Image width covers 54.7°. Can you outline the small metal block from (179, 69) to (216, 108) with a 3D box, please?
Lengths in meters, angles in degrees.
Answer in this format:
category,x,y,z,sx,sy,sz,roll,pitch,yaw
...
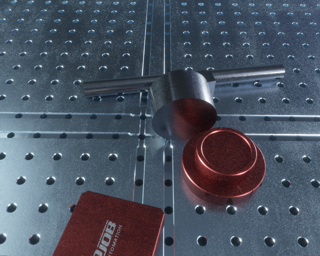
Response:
category,x,y,z,sx,sy,sz,roll,pitch,yaw
small metal block,0.047,-0.051,0.435,0.050,0.050,0.025,-12,51,-10

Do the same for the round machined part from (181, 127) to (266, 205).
category,x,y,z,sx,sy,sz,roll,pitch,yaw
round machined part,0.075,0.037,0.366,0.099,0.042,0.098,0,50,0

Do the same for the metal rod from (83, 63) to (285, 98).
category,x,y,z,sx,sy,sz,roll,pitch,yaw
metal rod,0.039,-0.072,0.468,0.302,0.025,0.025,-6,50,-6

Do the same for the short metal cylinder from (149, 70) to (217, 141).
category,x,y,z,sx,sy,sz,roll,pitch,yaw
short metal cylinder,0.028,-0.028,0.395,0.081,0.080,0.050,-4,51,-4

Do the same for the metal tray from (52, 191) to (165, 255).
category,x,y,z,sx,sy,sz,roll,pitch,yaw
metal tray,-0.054,0.131,0.293,0.090,0.030,0.130,12,51,9
